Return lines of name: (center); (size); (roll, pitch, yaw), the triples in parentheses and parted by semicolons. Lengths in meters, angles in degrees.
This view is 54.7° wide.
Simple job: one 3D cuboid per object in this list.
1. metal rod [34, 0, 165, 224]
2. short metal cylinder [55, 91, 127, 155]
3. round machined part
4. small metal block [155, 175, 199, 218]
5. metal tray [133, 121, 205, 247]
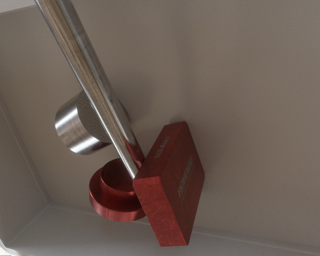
metal rod: (-0.039, 0.009, 0.321); (0.025, 0.025, 0.299); (1, 132, 27)
short metal cylinder: (-0.090, -0.009, 0.413); (0.050, 0.080, 0.080); (-26, 104, 37)
round machined part: (-0.049, 0.079, 0.434); (0.098, 0.098, 0.042); (19, 126, 16)
small metal block: (0.025, 0.094, 0.432); (0.050, 0.050, 0.025); (5, 121, 16)
metal tray: (0.018, 0.060, 0.365); (0.030, 0.130, 0.090); (-12, 113, 23)
